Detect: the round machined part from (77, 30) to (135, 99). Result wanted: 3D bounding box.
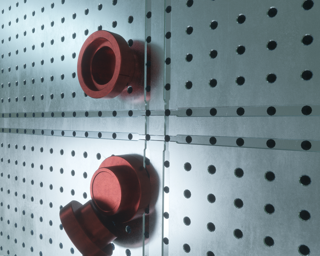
[{"bbox_3d":[-0.076,-0.091,0.458,0.098,0.042,0.097,0,90,39],"label":"round machined part"}]

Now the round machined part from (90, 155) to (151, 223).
[{"bbox_3d":[-0.064,0.089,0.449,0.098,0.042,0.097,0,90,39],"label":"round machined part"}]

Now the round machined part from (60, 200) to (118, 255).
[{"bbox_3d":[-0.098,0.144,0.453,0.042,0.098,0.098,-38,61,-7],"label":"round machined part"}]
